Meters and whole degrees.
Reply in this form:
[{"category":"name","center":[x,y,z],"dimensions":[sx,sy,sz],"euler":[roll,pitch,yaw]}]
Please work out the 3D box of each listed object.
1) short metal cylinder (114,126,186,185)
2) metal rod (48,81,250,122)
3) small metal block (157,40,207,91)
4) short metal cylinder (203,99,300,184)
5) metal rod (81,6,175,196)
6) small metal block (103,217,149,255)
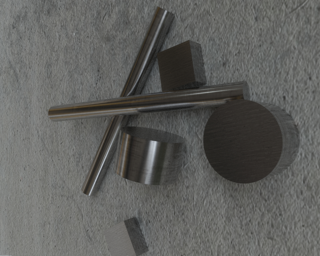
[{"category":"short metal cylinder","center":[-0.013,0.032,0.380],"dimensions":[0.080,0.081,0.050],"euler":[18,101,38]},{"category":"metal rod","center":[-0.036,-0.030,0.407],"dimensions":[0.300,0.025,0.025],"euler":[-4,88,31]},{"category":"small metal block","center":[0.026,-0.074,0.383],"dimensions":[0.050,0.025,0.050],"euler":[-13,82,39]},{"category":"short metal cylinder","center":[0.092,0.013,0.313],"dimensions":[0.080,0.050,0.079],"euler":[0,90,40]},{"category":"metal rod","center":[-0.053,-0.025,0.449],"dimensions":[0.025,0.025,0.298],"euler":[39,114,33]},{"category":"small metal block","center":[-0.050,0.163,0.446],"dimensions":[0.050,0.025,0.050],"euler":[-36,68,34]}]
